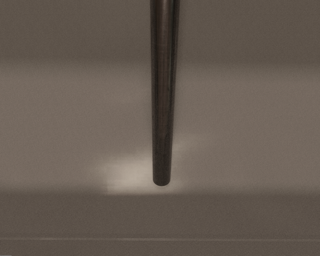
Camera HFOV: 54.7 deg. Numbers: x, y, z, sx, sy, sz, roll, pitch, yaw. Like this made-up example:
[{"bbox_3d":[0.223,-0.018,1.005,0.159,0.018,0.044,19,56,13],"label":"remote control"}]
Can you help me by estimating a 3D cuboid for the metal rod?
[{"bbox_3d":[0.003,-0.032,0.334,0.025,0.025,0.298,0,136,-1],"label":"metal rod"}]
